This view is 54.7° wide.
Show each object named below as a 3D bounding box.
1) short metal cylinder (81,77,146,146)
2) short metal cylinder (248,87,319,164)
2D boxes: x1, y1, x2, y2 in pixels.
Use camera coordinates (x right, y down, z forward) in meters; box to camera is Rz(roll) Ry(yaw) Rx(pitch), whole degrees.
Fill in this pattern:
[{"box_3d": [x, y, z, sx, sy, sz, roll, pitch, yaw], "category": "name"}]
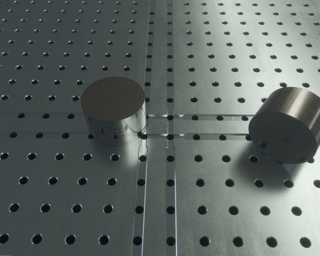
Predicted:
[{"box_3d": [-0.059, -0.023, 0.410, 0.081, 0.050, 0.080, 0, 50, 0], "category": "short metal cylinder"}, {"box_3d": [0.156, -0.003, 0.375, 0.080, 0.080, 0.050, 30, 56, 22], "category": "short metal cylinder"}]
